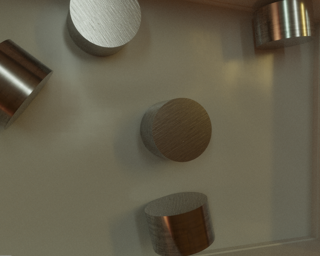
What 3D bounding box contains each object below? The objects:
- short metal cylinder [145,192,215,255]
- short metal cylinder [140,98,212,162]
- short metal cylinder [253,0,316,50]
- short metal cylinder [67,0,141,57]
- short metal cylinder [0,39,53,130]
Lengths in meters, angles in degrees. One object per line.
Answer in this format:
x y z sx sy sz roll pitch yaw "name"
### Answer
0.025 0.119 0.392 0.081 0.080 0.050 -13 95 -20 "short metal cylinder"
0.020 0.002 0.406 0.081 0.050 0.079 0 90 -21 "short metal cylinder"
0.179 -0.148 0.449 0.081 0.080 0.050 -7 93 -20 "short metal cylinder"
-0.069 -0.131 0.372 0.081 0.050 0.079 0 90 -21 "short metal cylinder"
-0.158 -0.045 0.323 0.050 0.080 0.080 38 78 -17 "short metal cylinder"
